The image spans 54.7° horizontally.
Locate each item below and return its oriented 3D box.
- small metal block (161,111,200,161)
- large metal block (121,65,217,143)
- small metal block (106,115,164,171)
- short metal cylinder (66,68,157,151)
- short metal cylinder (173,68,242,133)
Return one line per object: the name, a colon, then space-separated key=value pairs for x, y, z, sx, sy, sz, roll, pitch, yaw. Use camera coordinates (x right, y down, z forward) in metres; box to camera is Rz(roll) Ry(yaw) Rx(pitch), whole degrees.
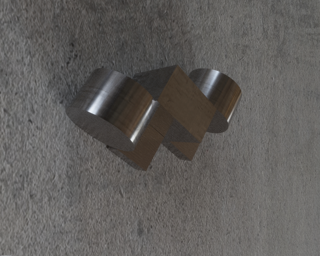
small metal block: x=0.031 y=0.011 z=0.432 sx=0.050 sy=0.025 sz=0.050 roll=43 pitch=64 yaw=-32
large metal block: x=0.007 y=-0.026 z=0.377 sx=0.080 sy=0.080 sz=0.050 roll=42 pitch=64 yaw=-32
small metal block: x=-0.030 y=0.018 z=0.382 sx=0.050 sy=0.025 sz=0.050 roll=43 pitch=64 yaw=-32
short metal cylinder: x=-0.050 y=-0.018 z=0.328 sx=0.080 sy=0.080 sz=0.050 roll=42 pitch=64 yaw=-32
short metal cylinder: x=0.065 y=-0.036 z=0.424 sx=0.080 sy=0.080 sz=0.050 roll=43 pitch=64 yaw=-32
